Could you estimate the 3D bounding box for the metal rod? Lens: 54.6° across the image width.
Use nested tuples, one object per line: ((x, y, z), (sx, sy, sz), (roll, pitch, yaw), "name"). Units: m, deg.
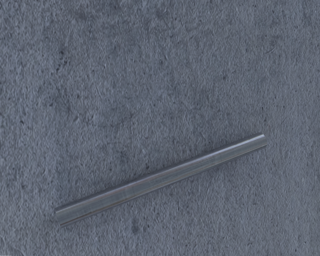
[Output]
((0.016, 0.062, 0.414), (0.302, 0.025, 0.025), (-18, 96, -19), "metal rod")
